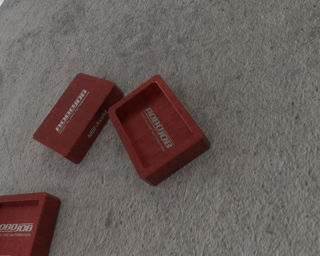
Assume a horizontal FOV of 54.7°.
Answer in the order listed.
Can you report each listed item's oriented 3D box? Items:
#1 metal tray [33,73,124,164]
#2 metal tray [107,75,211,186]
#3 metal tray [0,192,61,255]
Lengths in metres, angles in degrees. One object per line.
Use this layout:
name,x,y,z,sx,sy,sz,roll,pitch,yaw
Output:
metal tray,-0.126,-0.019,0.478,0.090,0.030,0.130,21,72,35
metal tray,-0.006,-0.001,0.404,0.090,0.030,0.130,-36,51,4
metal tray,-0.205,0.139,0.422,0.130,0.030,0.090,-9,58,23
